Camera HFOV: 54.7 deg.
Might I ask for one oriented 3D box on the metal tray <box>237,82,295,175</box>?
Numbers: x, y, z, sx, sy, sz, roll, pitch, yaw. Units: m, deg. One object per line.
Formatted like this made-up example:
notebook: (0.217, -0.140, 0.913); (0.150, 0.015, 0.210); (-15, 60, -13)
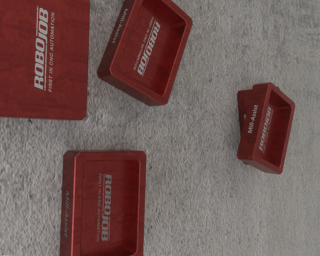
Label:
metal tray: (0.177, 0.002, 0.509); (0.090, 0.030, 0.130); (27, 74, -37)

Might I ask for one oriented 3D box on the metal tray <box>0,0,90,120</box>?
metal tray: (-0.118, -0.074, 0.302); (0.091, 0.030, 0.129); (2, 89, -40)

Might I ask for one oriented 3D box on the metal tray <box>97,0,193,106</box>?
metal tray: (-0.014, -0.103, 0.388); (0.090, 0.030, 0.130); (28, 73, -37)

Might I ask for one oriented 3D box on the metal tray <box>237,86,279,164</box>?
metal tray: (0.182, -0.006, 0.553); (0.091, 0.030, 0.129); (-11, 97, -39)

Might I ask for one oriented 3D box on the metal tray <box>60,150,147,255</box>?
metal tray: (-0.062, 0.090, 0.349); (0.091, 0.030, 0.129); (3, 88, -40)
